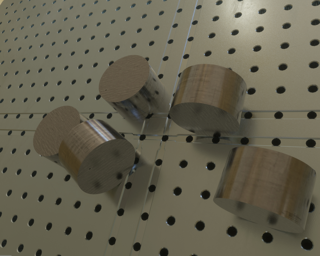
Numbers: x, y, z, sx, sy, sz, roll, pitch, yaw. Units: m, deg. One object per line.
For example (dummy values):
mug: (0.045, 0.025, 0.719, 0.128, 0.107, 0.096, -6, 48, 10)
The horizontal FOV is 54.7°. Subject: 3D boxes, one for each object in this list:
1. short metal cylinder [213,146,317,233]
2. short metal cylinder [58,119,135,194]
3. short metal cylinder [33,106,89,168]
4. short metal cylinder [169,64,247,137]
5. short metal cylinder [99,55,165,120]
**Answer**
short metal cylinder: (0.096, 0.057, 0.287, 0.080, 0.080, 0.050, 11, 67, 32)
short metal cylinder: (-0.079, 0.036, 0.391, 0.080, 0.080, 0.050, -48, 52, -6)
short metal cylinder: (-0.135, 0.014, 0.452, 0.080, 0.050, 0.080, -13, 56, 20)
short metal cylinder: (0.056, -0.030, 0.361, 0.080, 0.080, 0.050, 3, 64, 29)
short metal cylinder: (-0.040, -0.058, 0.447, 0.080, 0.050, 0.080, -13, 57, 21)
